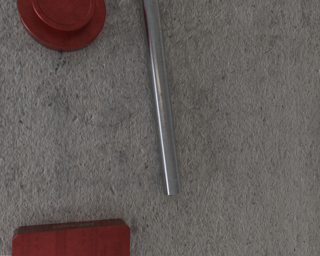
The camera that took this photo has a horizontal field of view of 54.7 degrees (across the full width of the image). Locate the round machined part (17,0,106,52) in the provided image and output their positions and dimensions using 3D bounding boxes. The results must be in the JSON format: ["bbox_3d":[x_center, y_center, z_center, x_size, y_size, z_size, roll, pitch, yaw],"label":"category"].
[{"bbox_3d":[-0.112,-0.141,0.359,0.099,0.042,0.097,0,90,-20],"label":"round machined part"}]

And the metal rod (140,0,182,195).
[{"bbox_3d":[-0.001,-0.062,0.408,0.025,0.025,0.298,-8,93,-20],"label":"metal rod"}]

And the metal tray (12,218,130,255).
[{"bbox_3d":[-0.104,0.161,0.369,0.131,0.030,0.089,1,90,-20],"label":"metal tray"}]
